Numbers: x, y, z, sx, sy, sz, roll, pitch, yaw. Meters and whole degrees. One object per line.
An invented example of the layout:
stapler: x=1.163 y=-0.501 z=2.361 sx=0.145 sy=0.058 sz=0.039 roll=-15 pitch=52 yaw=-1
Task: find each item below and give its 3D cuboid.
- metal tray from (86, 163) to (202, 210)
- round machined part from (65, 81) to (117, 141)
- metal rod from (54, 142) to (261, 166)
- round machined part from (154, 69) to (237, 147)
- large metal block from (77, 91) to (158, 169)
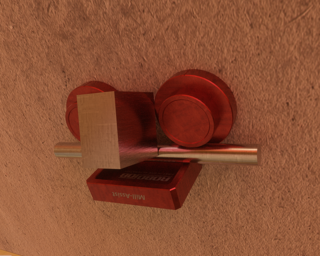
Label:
metal tray: x=-0.020 y=0.062 z=0.413 sx=0.130 sy=0.090 sz=0.030 roll=-1 pitch=118 yaw=28
round machined part: x=-0.092 y=-0.013 z=0.433 sx=0.098 sy=0.042 sz=0.097 roll=13 pitch=124 yaw=20
metal rod: x=-0.023 y=0.032 z=0.412 sx=0.300 sy=0.025 sz=0.025 roll=-1 pitch=118 yaw=28
round machined part: x=0.037 y=-0.016 z=0.366 sx=0.098 sy=0.042 sz=0.097 roll=13 pitch=124 yaw=20
large metal block: x=-0.046 y=0.000 z=0.361 sx=0.050 sy=0.080 sz=0.079 roll=-2 pitch=94 yaw=28
